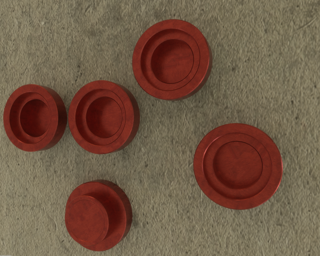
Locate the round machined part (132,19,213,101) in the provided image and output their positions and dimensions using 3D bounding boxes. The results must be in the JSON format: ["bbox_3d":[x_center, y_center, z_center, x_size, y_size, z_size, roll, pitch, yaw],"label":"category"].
[{"bbox_3d":[0.018,-0.083,0.394,0.098,0.042,0.097,0,90,20],"label":"round machined part"}]

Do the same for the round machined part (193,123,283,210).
[{"bbox_3d":[0.093,0.043,0.367,0.098,0.042,0.097,0,90,20],"label":"round machined part"}]

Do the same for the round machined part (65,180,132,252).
[{"bbox_3d":[-0.092,0.124,0.432,0.098,0.042,0.097,0,90,20],"label":"round machined part"}]

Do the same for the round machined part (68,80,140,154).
[{"bbox_3d":[-0.072,-0.014,0.425,0.098,0.042,0.097,0,90,20],"label":"round machined part"}]

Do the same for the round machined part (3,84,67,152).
[{"bbox_3d":[-0.180,-0.015,0.464,0.098,0.042,0.097,0,90,20],"label":"round machined part"}]
